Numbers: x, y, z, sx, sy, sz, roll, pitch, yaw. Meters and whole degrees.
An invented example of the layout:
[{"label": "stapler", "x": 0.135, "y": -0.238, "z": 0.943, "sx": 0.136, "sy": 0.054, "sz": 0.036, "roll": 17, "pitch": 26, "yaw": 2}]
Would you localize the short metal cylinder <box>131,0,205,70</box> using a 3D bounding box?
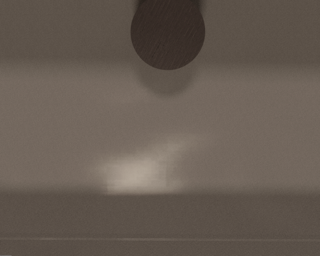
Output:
[{"label": "short metal cylinder", "x": 0.008, "y": -0.111, "z": 0.357, "sx": 0.081, "sy": 0.050, "sz": 0.079, "roll": 0, "pitch": 110, "yaw": -1}]
